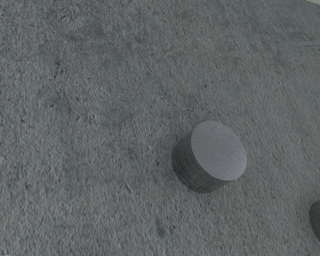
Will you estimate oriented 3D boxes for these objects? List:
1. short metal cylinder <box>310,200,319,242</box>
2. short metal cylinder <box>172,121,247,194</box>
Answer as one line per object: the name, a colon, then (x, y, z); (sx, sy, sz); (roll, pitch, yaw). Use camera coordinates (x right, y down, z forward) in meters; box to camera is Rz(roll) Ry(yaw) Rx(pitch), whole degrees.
short metal cylinder: (0.267, 0.137, 0.448); (0.081, 0.050, 0.080); (14, 56, -21)
short metal cylinder: (0.063, 0.038, 0.398); (0.081, 0.050, 0.080); (14, 56, -21)
